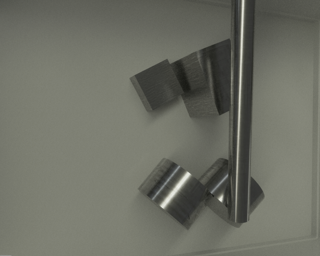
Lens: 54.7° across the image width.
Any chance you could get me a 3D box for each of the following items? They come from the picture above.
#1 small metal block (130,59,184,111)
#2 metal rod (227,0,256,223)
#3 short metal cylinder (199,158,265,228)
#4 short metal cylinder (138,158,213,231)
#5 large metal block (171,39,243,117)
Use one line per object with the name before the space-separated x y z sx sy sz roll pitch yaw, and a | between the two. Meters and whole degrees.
small metal block | -0.004 -0.056 0.410 0.050 0.025 0.050 -30 100 -18
metal rod | 0.089 -0.042 0.339 0.025 0.025 0.298 -4 99 -20
short metal cylinder | 0.091 0.087 0.417 0.050 0.080 0.080 -44 104 -15
short metal cylinder | 0.019 0.083 0.390 0.080 0.080 0.050 44 76 -15
large metal block | 0.063 -0.061 0.406 0.050 0.080 0.080 -25 99 -18
